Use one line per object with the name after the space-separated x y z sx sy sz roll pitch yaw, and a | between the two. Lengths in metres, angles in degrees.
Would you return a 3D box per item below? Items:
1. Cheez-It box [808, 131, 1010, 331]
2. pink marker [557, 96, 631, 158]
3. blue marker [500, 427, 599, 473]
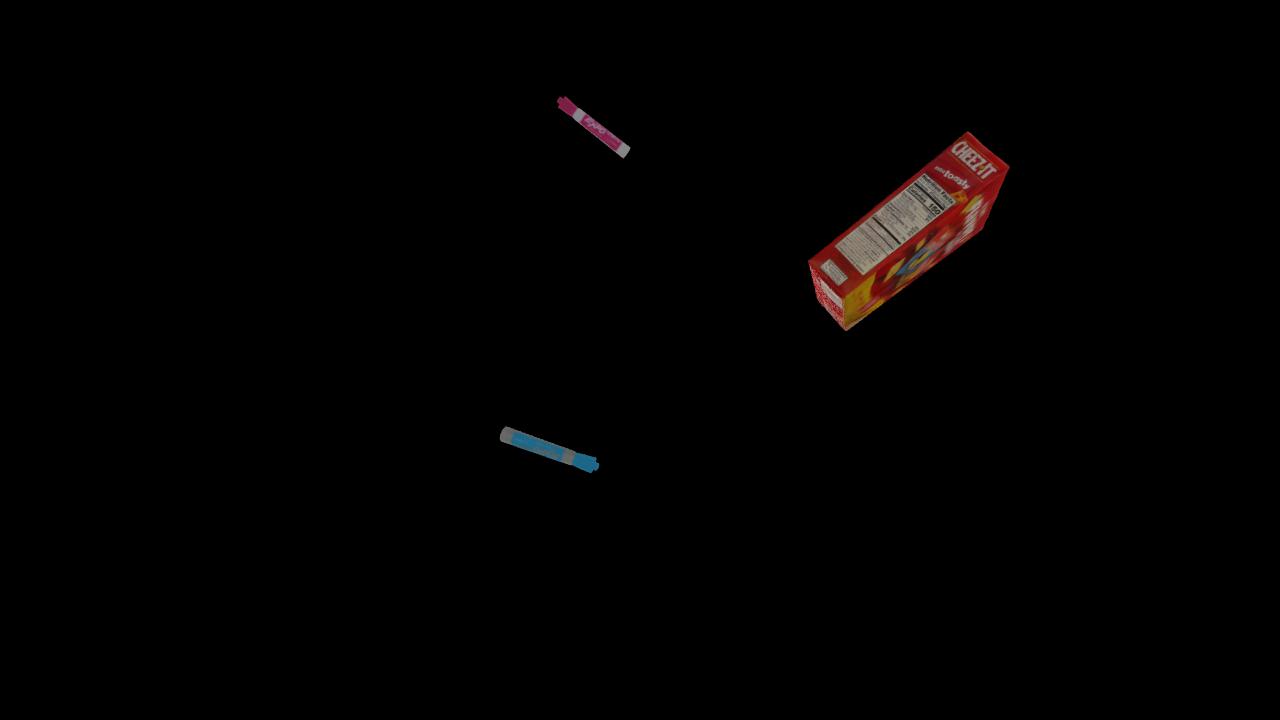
0.317 -0.143 0.745 0.223 0.071 0.166 -39 -21 9 | Cheez-It box
-0.067 -0.334 0.880 0.121 0.020 0.020 34 -11 -17 | pink marker
-0.104 0.104 0.710 0.121 0.020 0.020 17 4 12 | blue marker
